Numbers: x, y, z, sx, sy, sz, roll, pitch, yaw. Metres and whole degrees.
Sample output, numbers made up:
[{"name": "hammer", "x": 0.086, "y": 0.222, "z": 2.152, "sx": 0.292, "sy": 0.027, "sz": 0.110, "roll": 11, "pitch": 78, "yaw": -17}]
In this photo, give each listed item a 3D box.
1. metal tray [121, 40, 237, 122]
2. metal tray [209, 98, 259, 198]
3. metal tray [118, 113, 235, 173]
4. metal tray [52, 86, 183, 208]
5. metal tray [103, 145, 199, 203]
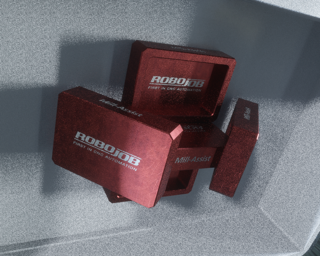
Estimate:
[{"name": "metal tray", "x": 0.023, "y": -0.053, "z": 0.383, "sx": 0.131, "sy": 0.030, "sz": 0.089, "roll": -1, "pitch": 119, "yaw": -29}, {"name": "metal tray", "x": 0.101, "y": 0.020, "z": 0.415, "sx": 0.030, "sy": 0.130, "sz": 0.089, "roll": 19, "pitch": 115, "yaw": 10}, {"name": "metal tray", "x": 0.018, "y": 0.014, "z": 0.383, "sx": 0.131, "sy": 0.090, "sz": 0.030, "roll": 0, "pitch": 118, "yaw": -29}, {"name": "metal tray", "x": -0.050, "y": 0.019, "z": 0.331, "sx": 0.030, "sy": 0.130, "sz": 0.089, "roll": -40, "pitch": 148, "yaw": -61}, {"name": "metal tray", "x": -0.006, "y": 0.053, "z": 0.431, "sx": 0.131, "sy": 0.030, "sz": 0.089, "roll": 0, "pitch": 118, "yaw": -29}]
